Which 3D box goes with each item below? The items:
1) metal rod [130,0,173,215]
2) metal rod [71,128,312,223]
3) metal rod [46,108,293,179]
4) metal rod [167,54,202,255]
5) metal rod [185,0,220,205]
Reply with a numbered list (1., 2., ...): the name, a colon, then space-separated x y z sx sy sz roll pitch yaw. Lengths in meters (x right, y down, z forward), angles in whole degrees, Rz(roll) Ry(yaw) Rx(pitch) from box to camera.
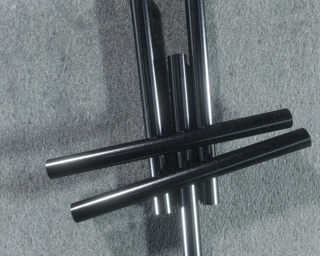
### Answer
1. metal rod: -0.012 -0.037 0.409 0.025 0.025 0.298 -7 90 0
2. metal rod: 0.038 0.058 0.384 0.302 0.025 0.025 -18 90 -1
3. metal rod: 0.012 0.019 0.384 0.302 0.025 0.025 -12 90 -1
4. metal rod: 0.034 0.053 0.410 0.025 0.025 0.298 -5 90 -1
5. metal rod: 0.055 -0.050 0.410 0.025 0.025 0.298 -4 90 -1
